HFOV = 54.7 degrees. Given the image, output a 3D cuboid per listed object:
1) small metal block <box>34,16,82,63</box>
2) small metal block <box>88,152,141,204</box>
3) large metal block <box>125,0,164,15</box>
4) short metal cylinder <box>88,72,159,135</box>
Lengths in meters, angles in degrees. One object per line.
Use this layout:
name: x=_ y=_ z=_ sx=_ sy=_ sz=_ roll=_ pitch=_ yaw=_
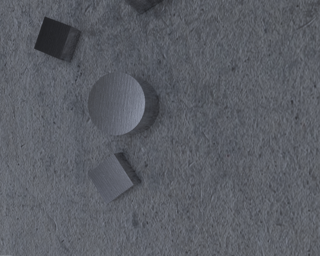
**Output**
small metal block: x=-0.153 y=-0.132 z=0.463 sx=0.050 sy=0.025 sz=0.050 roll=24 pitch=98 yaw=18
small metal block: x=-0.063 y=0.069 z=0.431 sx=0.050 sy=0.025 sz=0.050 roll=-38 pitch=78 yaw=16
large metal block: x=-0.017 y=-0.211 z=0.402 sx=0.080 sy=0.050 sz=0.080 roll=-26 pitch=82 yaw=18
short metal cylinder: x=-0.047 y=-0.031 z=0.412 sx=0.080 sy=0.050 sz=0.079 roll=0 pitch=90 yaw=20
